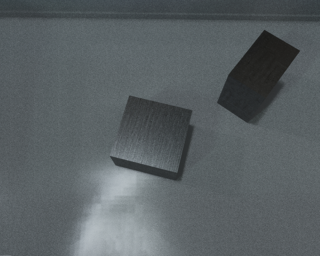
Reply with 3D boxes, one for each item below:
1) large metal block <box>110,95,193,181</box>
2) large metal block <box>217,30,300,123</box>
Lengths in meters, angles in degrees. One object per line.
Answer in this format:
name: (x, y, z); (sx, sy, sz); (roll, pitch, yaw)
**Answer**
large metal block: (-0.009, 0.014, 0.391); (0.080, 0.050, 0.080); (14, 71, 5)
large metal block: (0.125, -0.064, 0.405); (0.050, 0.080, 0.080); (36, 74, 12)
